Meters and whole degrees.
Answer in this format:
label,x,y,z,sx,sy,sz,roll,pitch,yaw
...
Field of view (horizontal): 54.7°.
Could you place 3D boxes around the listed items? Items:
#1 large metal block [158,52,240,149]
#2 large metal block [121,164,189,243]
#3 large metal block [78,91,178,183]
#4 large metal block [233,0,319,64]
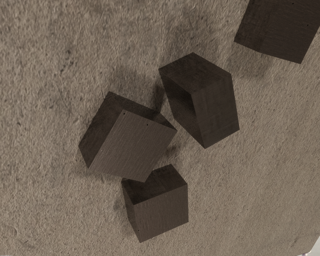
label,x,y,z,sx,sy,sz,roll,pitch,yaw
large metal block,0.047,-0.035,0.377,0.050,0.080,0.080,-28,128,-11
large metal block,-0.006,0.110,0.458,0.081,0.050,0.079,-18,126,-19
large metal block,-0.040,0.013,0.378,0.080,0.050,0.080,22,107,-37
large metal block,0.154,-0.134,0.394,0.081,0.050,0.079,5,116,-31
